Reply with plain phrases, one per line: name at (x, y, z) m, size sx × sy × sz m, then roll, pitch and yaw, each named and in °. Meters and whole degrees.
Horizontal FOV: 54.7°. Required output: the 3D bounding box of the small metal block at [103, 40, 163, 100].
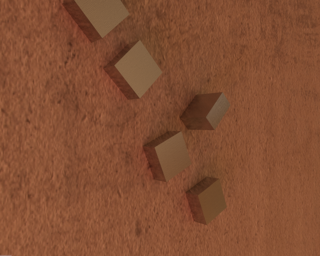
small metal block at (-0.032, -0.070, 0.379) m, size 0.050 × 0.025 × 0.050 m, roll 53°, pitch 59°, yaw -27°

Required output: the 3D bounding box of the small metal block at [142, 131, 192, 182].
small metal block at (0.010, 0.037, 0.416) m, size 0.050 × 0.025 × 0.050 m, roll -30°, pitch 109°, yaw -36°

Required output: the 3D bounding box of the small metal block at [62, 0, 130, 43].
small metal block at (-0.070, -0.133, 0.347) m, size 0.050 × 0.025 × 0.050 m, roll -52°, pitch 121°, yaw -27°

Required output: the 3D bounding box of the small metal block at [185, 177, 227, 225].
small metal block at (0.070, 0.109, 0.467) m, size 0.050 × 0.025 × 0.050 m, roll -28°, pitch 108°, yaw -37°

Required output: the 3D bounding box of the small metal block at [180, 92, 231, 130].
small metal block at (0.065, -0.024, 0.445) m, size 0.025 × 0.050 × 0.050 m, roll 52°, pitch 60°, yaw -28°
